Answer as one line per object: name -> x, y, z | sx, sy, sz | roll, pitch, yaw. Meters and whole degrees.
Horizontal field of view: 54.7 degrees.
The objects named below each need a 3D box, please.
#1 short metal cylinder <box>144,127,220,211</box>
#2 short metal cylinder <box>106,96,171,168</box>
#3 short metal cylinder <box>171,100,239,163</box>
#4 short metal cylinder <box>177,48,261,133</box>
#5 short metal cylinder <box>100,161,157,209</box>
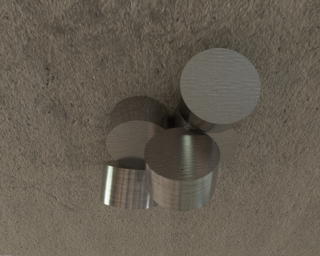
short metal cylinder -> 0.024, 0.044, 0.345 | 0.081, 0.080, 0.050 | -1, 130, 0
short metal cylinder -> -0.025, 0.006, 0.396 | 0.081, 0.050, 0.079 | 0, 130, 0
short metal cylinder -> 0.055, 0.005, 0.396 | 0.081, 0.050, 0.079 | 0, 130, 0
short metal cylinder -> 0.060, -0.038, 0.332 | 0.081, 0.080, 0.050 | 0, 168, -1
short metal cylinder -> -0.040, 0.076, 0.428 | 0.081, 0.080, 0.050 | 6, 91, -5
